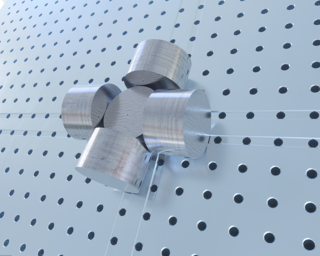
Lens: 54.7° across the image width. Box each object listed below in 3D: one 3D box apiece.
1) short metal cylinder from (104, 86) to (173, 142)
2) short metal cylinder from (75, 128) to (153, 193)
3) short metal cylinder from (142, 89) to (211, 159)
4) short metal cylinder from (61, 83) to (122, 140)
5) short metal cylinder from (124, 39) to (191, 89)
[{"bbox_3d":[-0.027,-0.009,0.412,0.080,0.050,0.080,-12,57,20],"label":"short metal cylinder"},{"bbox_3d":[-0.054,0.041,0.375,0.080,0.080,0.050,6,65,31],"label":"short metal cylinder"},{"bbox_3d":[0.022,-0.006,0.365,0.050,0.080,0.080,4,64,30],"label":"short metal cylinder"},{"bbox_3d":[-0.089,-0.021,0.433,0.050,0.080,0.080,2,63,28],"label":"short metal cylinder"},{"bbox_3d":[-0.002,-0.073,0.419,0.080,0.080,0.050,3,63,29],"label":"short metal cylinder"}]
